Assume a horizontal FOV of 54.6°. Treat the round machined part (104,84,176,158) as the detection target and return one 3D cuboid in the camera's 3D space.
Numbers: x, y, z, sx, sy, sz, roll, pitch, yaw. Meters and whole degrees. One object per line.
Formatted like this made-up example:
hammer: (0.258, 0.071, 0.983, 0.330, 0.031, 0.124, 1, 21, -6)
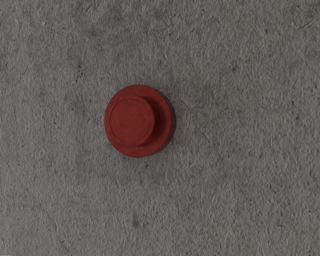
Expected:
round machined part: (-0.032, -0.009, 0.412, 0.098, 0.042, 0.097, 0, 90, 20)
